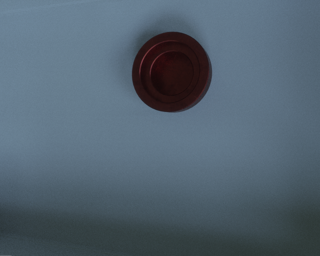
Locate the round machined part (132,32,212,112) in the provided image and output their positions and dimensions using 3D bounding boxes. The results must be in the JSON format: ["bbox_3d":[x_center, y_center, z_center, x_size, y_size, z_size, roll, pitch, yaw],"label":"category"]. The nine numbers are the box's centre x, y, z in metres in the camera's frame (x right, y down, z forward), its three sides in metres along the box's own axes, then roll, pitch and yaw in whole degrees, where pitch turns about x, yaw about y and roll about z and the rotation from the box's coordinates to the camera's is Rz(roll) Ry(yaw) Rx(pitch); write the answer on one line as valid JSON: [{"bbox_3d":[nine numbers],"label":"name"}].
[{"bbox_3d":[0.018,-0.068,0.395,0.098,0.042,0.097,0,90,19],"label":"round machined part"}]
